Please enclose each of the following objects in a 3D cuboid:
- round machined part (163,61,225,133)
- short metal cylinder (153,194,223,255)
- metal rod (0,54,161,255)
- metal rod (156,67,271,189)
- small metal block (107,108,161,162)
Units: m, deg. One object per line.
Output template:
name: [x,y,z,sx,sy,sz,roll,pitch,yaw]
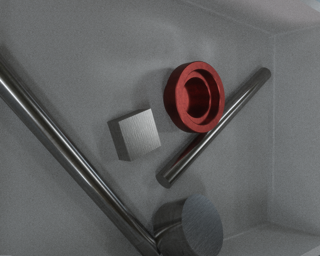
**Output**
round machined part: [0.044,-0.042,0.434,0.099,0.042,0.097,0,90,-40]
short metal cylinder: [0.038,0.132,0.406,0.080,0.050,0.080,27,49,-36]
metal rod: [-0.083,0.049,0.338,0.025,0.025,0.299,-48,119,-29]
metal rod: [0.099,-0.015,0.491,0.302,0.025,0.025,-42,116,-32]
small metal block: [-0.031,0.008,0.383,0.050,0.025,0.050,-26,106,-37]
